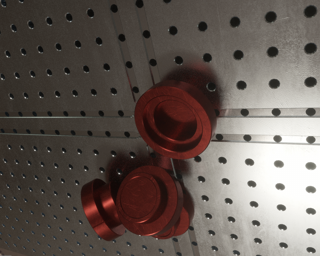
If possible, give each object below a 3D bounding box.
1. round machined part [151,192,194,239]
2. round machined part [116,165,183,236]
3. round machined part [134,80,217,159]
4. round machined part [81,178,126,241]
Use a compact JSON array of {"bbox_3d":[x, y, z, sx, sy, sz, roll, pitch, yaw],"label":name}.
[{"bbox_3d":[0.000,0.133,0.481,0.098,0.042,0.097,13,124,20],"label":"round machined part"},{"bbox_3d":[-0.021,0.099,0.434,0.098,0.098,0.042,1,161,27],"label":"round machined part"},{"bbox_3d":[0.022,-0.013,0.379,0.098,0.042,0.097,13,124,20],"label":"round machined part"},{"bbox_3d":[-0.079,0.123,0.489,0.042,0.098,0.098,-29,105,5],"label":"round machined part"}]
